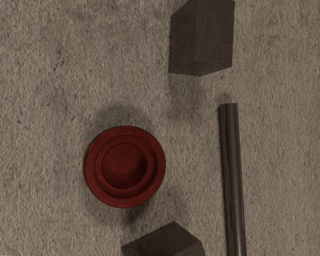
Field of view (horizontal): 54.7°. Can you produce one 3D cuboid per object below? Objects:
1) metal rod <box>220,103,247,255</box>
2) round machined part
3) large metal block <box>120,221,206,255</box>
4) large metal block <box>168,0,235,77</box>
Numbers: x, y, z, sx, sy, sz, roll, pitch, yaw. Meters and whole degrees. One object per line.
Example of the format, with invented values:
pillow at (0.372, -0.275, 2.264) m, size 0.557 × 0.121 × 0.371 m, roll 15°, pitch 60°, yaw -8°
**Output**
metal rod at (0.109, 0.113, 0.451) m, size 0.025 × 0.025 × 0.298 m, roll -5°, pitch 92°, yaw -20°
round machined part at (-0.046, 0.046, 0.384) m, size 0.099 × 0.042 × 0.097 m, roll 0°, pitch 90°, yaw -21°
large metal block at (0.005, 0.166, 0.383) m, size 0.081 × 0.080 × 0.050 m, roll -20°, pitch 97°, yaw -19°
large metal block at (0.051, -0.114, 0.400) m, size 0.050 × 0.080 × 0.079 m, roll 3°, pitch 89°, yaw -20°
